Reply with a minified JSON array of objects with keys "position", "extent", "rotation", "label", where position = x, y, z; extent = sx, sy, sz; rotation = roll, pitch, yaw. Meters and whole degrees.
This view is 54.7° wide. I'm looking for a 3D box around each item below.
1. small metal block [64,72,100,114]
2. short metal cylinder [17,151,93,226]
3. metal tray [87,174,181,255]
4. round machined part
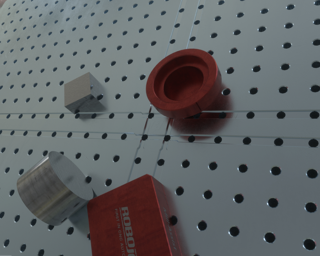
[{"position":[-0.129,-0.058,0.512],"extent":[0.050,0.025,0.050],"rotation":[-23,53,14],"label":"small metal block"},{"position":[-0.132,0.076,0.396],"extent":[0.050,0.080,0.080],"rotation":[-40,51,1],"label":"short metal cylinder"},{"position":[-0.029,0.127,0.343],"extent":[0.090,0.030,0.130],"rotation":[-26,53,12],"label":"metal tray"},{"position":[0.034,-0.054,0.413],"extent":[0.098,0.042,0.098],"rotation":[-13,56,21],"label":"round machined part"}]
